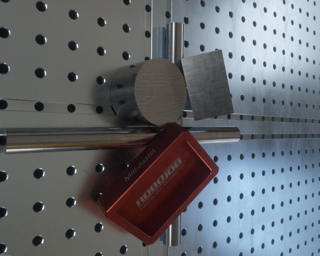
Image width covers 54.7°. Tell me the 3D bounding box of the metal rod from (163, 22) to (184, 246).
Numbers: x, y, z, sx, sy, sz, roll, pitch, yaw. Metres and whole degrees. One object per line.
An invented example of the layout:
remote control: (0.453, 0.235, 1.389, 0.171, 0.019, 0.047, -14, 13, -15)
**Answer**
metal rod: (0.019, 0.008, 0.425, 0.025, 0.025, 0.298, 1, 90, -40)

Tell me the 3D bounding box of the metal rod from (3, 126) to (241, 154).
metal rod: (-0.018, 0.011, 0.372, 0.303, 0.025, 0.025, -1, 91, -33)

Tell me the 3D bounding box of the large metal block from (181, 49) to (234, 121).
large metal block: (0.065, -0.061, 0.421, 0.080, 0.050, 0.080, -58, 136, -73)

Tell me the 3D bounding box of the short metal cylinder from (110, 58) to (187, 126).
short metal cylinder: (-0.013, -0.042, 0.381, 0.081, 0.050, 0.079, 0, 90, -40)

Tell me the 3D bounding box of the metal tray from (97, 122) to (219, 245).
metal tray: (0.002, 0.068, 0.374, 0.130, 0.030, 0.090, -46, 126, -7)
